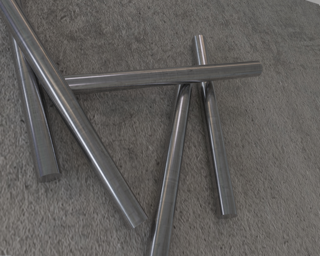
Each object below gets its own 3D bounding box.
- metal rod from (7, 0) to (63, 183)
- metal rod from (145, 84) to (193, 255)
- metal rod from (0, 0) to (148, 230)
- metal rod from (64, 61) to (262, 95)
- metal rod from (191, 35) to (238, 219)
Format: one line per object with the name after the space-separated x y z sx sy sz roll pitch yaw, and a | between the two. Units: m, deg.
-0.160 -0.080 0.366 0.025 0.025 0.299 -7 65 -31 | metal rod
0.015 0.044 0.384 0.025 0.025 0.300 22 53 -15 | metal rod
-0.102 -0.025 0.342 0.025 0.025 0.299 -28 84 -37 | metal rod
0.015 -0.071 0.427 0.303 0.025 0.025 -9 66 -23 | metal rod
0.075 -0.021 0.456 0.025 0.025 0.299 10 57 -23 | metal rod
